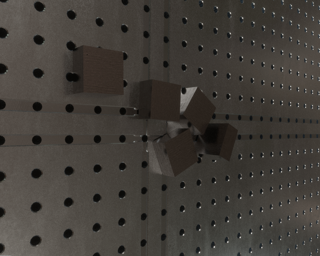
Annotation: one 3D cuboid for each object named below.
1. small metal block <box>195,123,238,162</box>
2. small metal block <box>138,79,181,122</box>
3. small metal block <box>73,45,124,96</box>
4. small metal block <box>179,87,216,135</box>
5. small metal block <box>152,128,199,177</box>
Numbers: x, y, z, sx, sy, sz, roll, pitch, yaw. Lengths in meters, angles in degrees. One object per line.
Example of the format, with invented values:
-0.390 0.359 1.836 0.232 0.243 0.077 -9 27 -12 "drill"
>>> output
0.083 0.021 0.465 0.025 0.050 0.050 31 71 -36 "small metal block"
0.000 -0.035 0.411 0.050 0.025 0.050 5 87 -40 "small metal block"
-0.070 -0.063 0.352 0.050 0.025 0.050 -1 91 -40 "small metal block"
0.050 -0.024 0.453 0.050 0.025 0.050 43 64 -32 "small metal block"
0.022 0.033 0.430 0.050 0.025 0.050 -28 108 -37 "small metal block"
